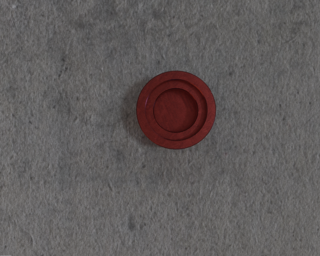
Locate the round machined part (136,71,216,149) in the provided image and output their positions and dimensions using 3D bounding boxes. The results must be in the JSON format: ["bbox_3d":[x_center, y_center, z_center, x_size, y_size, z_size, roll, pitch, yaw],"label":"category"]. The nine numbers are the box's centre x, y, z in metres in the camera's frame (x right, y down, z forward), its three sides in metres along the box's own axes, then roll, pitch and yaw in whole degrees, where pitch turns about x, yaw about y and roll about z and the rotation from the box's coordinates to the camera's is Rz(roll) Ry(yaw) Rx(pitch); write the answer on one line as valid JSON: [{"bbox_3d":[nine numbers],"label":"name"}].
[{"bbox_3d":[0.020,-0.022,0.402,0.099,0.042,0.097,0,90,-1],"label":"round machined part"}]
